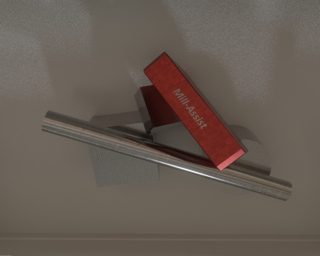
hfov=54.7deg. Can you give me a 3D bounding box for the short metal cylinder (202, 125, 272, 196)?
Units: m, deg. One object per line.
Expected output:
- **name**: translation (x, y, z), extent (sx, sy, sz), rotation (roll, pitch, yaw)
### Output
- **short metal cylinder**: translation (0.100, 0.042, 0.413), extent (0.081, 0.050, 0.079), rotation (0, 110, -1)

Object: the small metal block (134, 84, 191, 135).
- **small metal block**: translation (0.003, -0.024, 0.365), extent (0.050, 0.025, 0.050), rotation (-13, 76, -24)

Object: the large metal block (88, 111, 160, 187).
- **large metal block**: translation (-0.046, 0.026, 0.406), extent (0.080, 0.050, 0.079), rotation (-7, 110, 2)

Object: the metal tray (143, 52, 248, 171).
- **metal tray**: translation (0.043, -0.017, 0.343), extent (0.030, 0.090, 0.130), rotation (-39, 76, 12)

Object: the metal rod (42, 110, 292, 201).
- **metal rod**: translation (0.014, 0.035, 0.369), extent (0.302, 0.025, 0.025), rotation (17, 109, -7)
